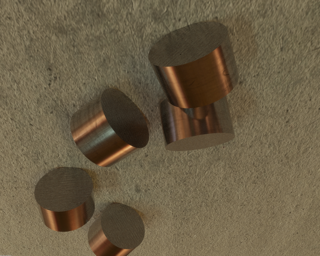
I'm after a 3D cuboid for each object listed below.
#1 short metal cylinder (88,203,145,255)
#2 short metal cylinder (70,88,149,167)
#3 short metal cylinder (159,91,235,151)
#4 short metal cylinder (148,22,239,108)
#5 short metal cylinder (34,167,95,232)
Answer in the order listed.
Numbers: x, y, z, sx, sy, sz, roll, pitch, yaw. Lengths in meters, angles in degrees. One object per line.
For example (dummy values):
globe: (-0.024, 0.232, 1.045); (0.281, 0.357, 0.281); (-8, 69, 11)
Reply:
short metal cylinder: (-0.073, 0.175, 0.519); (0.080, 0.080, 0.050); (26, 125, -20)
short metal cylinder: (-0.058, 0.000, 0.370); (0.050, 0.080, 0.080); (-32, 123, 24)
short metal cylinder: (0.042, -0.007, 0.361); (0.081, 0.050, 0.080); (-8, 165, -2)
short metal cylinder: (0.035, -0.065, 0.316); (0.080, 0.080, 0.050); (-16, 128, 13)
short metal cylinder: (-0.139, 0.104, 0.458); (0.081, 0.080, 0.050); (3, 130, -3)
